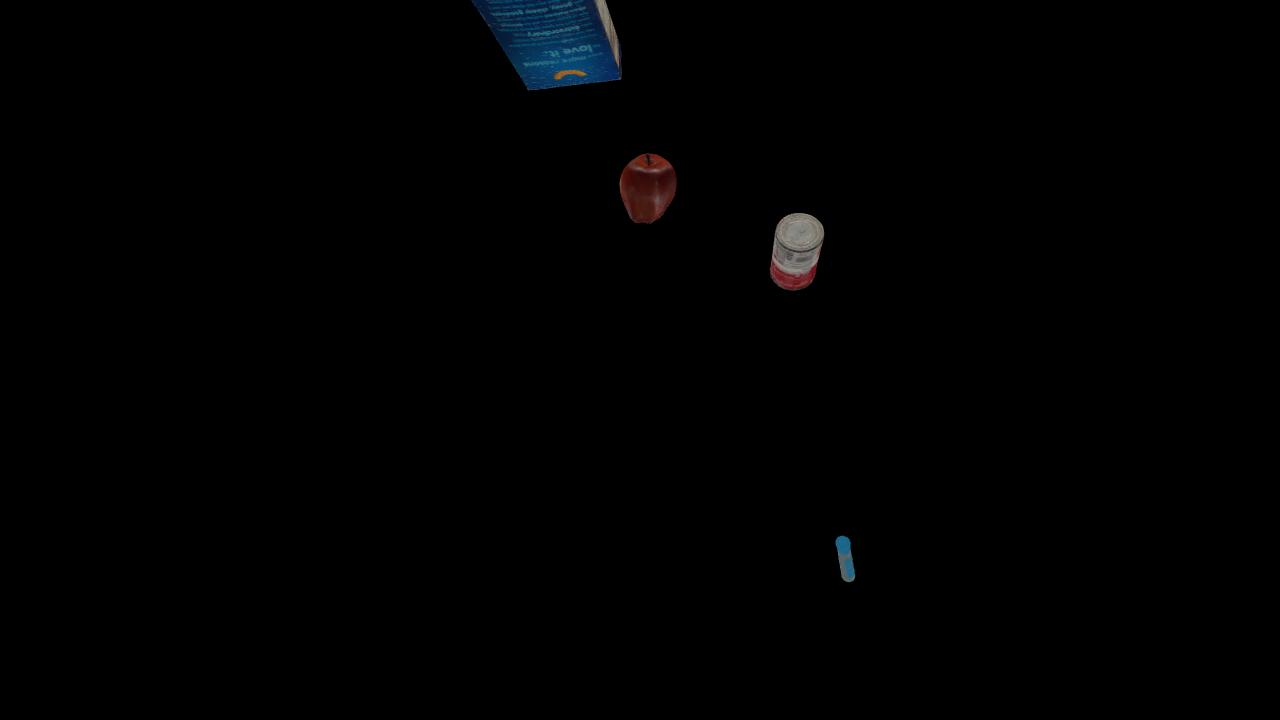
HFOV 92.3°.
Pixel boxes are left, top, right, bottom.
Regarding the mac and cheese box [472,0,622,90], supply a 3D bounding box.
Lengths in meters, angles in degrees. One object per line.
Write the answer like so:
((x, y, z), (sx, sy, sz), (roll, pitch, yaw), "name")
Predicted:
((-0.077, -0.283, 0.484), (0.093, 0.041, 0.184), (-4, -7, 9), "mac and cheese box")

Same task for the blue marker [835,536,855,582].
((0.280, 0.272, 0.838), (0.020, 0.020, 0.121), (0, -39, 23), "blue marker")

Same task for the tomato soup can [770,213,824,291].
((0.223, -0.155, 0.883), (0.068, 0.068, 0.101), (0, -25, 8), "tomato soup can")

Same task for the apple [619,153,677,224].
((0.010, -0.236, 0.840), (0.079, 0.093, 0.079), (3, 40, -2), "apple")
